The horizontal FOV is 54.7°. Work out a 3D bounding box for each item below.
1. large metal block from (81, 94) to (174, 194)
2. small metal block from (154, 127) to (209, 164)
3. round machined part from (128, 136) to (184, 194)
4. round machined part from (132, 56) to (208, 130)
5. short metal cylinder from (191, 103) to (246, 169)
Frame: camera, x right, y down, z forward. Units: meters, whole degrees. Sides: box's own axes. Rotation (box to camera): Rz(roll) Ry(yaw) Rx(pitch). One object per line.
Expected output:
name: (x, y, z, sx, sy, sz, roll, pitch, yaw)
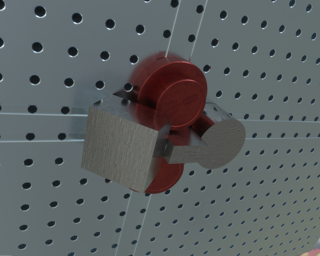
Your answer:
large metal block: (-0.038, 0.016, 0.357, 0.050, 0.080, 0.079, -46, 153, -61)
small metal block: (0.025, 0.020, 0.392, 0.050, 0.050, 0.025, 1, 118, -29)
round machined part: (-0.006, 0.052, 0.429, 0.099, 0.042, 0.097, -14, 124, -21)
round machined part: (0.018, -0.036, 0.388, 0.099, 0.042, 0.097, -14, 124, -21)
short metal cylinder: (0.073, 0.011, 0.440, 0.081, 0.050, 0.079, -14, 124, -21)
